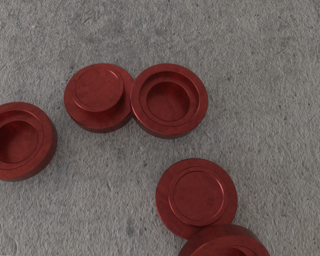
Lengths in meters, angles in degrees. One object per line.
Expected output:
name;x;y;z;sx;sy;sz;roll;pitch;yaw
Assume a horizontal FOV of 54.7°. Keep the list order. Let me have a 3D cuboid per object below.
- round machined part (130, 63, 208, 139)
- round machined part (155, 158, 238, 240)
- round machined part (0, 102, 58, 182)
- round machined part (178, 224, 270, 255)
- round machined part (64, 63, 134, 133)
round machined part;0.010;-0.032;0.406;0.099;0.042;0.098;2;72;-7
round machined part;0.044;0.083;0.369;0.099;0.042;0.098;0;70;0
round machined part;-0.178;0.020;0.391;0.099;0.042;0.098;0;70;0
round machined part;0.064;0.145;0.330;0.099;0.042;0.097;-3;106;-9
round machined part;-0.080;-0.045;0.415;0.099;0.042;0.098;0;70;0
